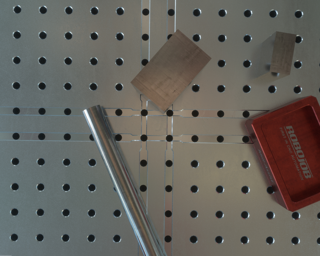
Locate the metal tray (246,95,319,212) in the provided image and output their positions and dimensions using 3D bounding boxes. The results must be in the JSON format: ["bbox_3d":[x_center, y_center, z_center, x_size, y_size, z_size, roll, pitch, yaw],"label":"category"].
[{"bbox_3d":[0.182,0.033,0.411,0.090,0.030,0.129,-23,90,0],"label":"metal tray"}]

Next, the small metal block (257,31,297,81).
[{"bbox_3d":[0.150,-0.091,0.402,0.025,0.050,0.050,9,90,0],"label":"small metal block"}]

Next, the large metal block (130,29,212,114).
[{"bbox_3d":[0.012,-0.065,0.386,0.050,0.080,0.080,41,90,0],"label":"large metal block"}]

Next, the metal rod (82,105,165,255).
[{"bbox_3d":[-0.033,0.111,0.412,0.025,0.025,0.299,-23,90,0],"label":"metal rod"}]
